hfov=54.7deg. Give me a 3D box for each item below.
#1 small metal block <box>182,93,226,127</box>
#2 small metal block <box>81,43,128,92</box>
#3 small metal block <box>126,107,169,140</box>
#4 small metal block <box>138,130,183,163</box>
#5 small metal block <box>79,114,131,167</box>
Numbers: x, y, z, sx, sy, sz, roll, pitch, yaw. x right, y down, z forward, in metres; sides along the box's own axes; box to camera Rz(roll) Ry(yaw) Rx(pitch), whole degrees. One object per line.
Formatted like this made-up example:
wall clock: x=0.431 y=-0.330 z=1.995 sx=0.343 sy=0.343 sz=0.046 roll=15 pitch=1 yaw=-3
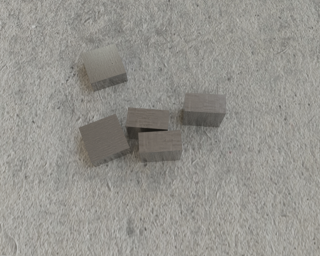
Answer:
small metal block: x=0.056 y=-0.022 z=0.403 sx=0.050 sy=0.050 sz=0.025 roll=3 pitch=70 yaw=1
small metal block: x=-0.078 y=-0.086 z=0.439 sx=0.050 sy=0.025 sz=0.050 roll=-19 pitch=71 yaw=-7
small metal block: x=-0.015 y=-0.003 z=0.396 sx=0.050 sy=0.050 sz=0.025 roll=4 pitch=70 yaw=1
small metal block: x=0.000 y=0.024 z=0.386 sx=0.050 sy=0.050 sz=0.025 roll=-4 pitch=70 yaw=-2
small metal block: x=-0.071 y=0.016 z=0.402 sx=0.050 sy=0.025 sz=0.050 roll=-22 pitch=72 yaw=-8
